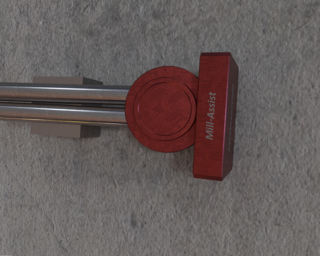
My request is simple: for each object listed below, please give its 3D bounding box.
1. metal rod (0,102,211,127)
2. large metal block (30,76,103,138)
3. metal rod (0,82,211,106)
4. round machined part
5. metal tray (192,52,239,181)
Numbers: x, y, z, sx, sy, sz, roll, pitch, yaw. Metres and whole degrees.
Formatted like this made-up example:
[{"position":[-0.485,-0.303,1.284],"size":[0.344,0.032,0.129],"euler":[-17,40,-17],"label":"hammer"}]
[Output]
[{"position":[-0.082,-0.015,0.390],"size":[0.302,0.025,0.025],"euler":[3,91,7],"label":"metal rod"},{"position":[-0.131,-0.029,0.438],"size":[0.080,0.050,0.079],"euler":[4,91,19],"label":"large metal block"},{"position":[-0.081,-0.042,0.389],"size":[0.302,0.025,0.025],"euler":[3,91,7],"label":"metal rod"},{"position":[0.008,-0.021,0.346],"size":[0.098,0.042,0.097],"euler":[0,92,9],"label":"round machined part"},{"position":[0.066,-0.012,0.351],"size":[0.030,0.090,0.129],"euler":[4,91,20],"label":"metal tray"}]
